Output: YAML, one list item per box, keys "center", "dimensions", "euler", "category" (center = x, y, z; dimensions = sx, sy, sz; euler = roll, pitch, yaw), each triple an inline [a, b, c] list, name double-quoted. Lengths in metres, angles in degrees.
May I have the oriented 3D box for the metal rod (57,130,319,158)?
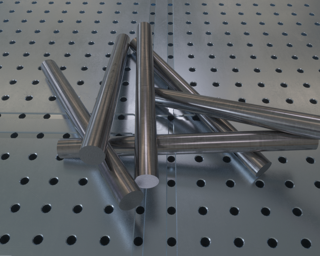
- center: [0.027, 0.019, 0.370]
  dimensions: [0.301, 0.025, 0.025]
  euler: [-2, 50, 6]
  category: "metal rod"

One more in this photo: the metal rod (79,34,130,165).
- center: [-0.064, -0.063, 0.415]
  dimensions: [0.025, 0.025, 0.300]
  euler: [0, 36, 0]
  category: "metal rod"

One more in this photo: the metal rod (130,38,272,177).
- center: [0.041, -0.047, 0.447]
  dimensions: [0.025, 0.025, 0.300]
  euler: [-27, 55, -20]
  category: "metal rod"

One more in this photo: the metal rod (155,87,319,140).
- center: [0.110, -0.015, 0.363]
  dimensions: [0.300, 0.025, 0.025]
  euler: [15, 50, 33]
  category: "metal rod"

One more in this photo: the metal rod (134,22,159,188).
- center: [-0.020, -0.056, 0.411]
  dimensions: [0.025, 0.025, 0.300]
  euler: [-2, 47, -2]
  category: "metal rod"

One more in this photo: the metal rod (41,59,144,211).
- center: [-0.101, -0.015, 0.388]
  dimensions: [0.025, 0.025, 0.300]
  euler: [-24, 45, -19]
  category: "metal rod"
